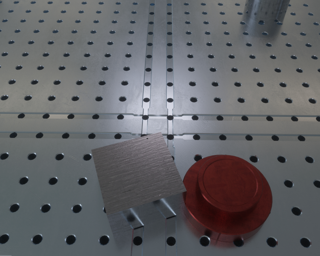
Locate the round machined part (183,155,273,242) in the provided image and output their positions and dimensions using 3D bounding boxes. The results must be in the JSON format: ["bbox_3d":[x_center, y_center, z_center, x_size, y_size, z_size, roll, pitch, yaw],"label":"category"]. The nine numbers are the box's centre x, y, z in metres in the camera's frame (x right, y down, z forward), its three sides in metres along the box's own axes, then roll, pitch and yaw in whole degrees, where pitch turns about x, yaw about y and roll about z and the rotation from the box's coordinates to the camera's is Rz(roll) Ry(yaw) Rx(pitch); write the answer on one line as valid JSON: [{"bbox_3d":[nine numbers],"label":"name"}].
[{"bbox_3d":[0.073,0.069,0.339,0.099,0.042,0.098,0,50,0],"label":"round machined part"}]

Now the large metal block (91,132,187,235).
[{"bbox_3d":[-0.024,0.059,0.342,0.081,0.050,0.080,-14,52,-12],"label":"large metal block"}]

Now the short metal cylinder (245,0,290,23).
[{"bbox_3d":[0.209,-0.248,0.601,0.080,0.050,0.080,0,50,0],"label":"short metal cylinder"}]
